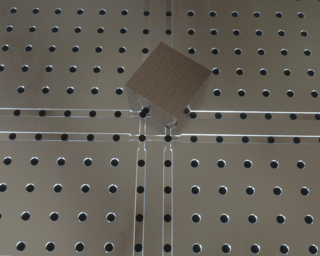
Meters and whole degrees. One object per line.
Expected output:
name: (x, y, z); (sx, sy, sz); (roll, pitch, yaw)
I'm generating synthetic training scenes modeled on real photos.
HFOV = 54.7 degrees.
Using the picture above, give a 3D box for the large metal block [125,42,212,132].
large metal block: (0.011, -0.055, 0.419); (0.080, 0.050, 0.080); (33, 73, 11)
